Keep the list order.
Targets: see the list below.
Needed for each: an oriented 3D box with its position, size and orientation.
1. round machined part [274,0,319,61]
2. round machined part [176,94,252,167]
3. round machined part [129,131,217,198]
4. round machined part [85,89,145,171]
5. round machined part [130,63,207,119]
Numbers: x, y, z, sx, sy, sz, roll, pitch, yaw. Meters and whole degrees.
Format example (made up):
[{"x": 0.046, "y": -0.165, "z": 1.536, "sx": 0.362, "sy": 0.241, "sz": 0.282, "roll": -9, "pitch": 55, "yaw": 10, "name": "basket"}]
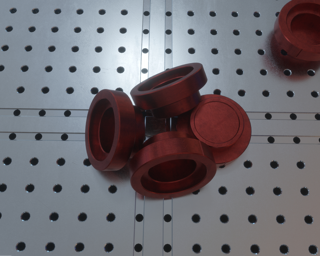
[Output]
[{"x": 0.217, "y": -0.140, "z": 0.457, "sx": 0.099, "sy": 0.042, "sz": 0.098, "roll": 0, "pitch": 70, "yaw": -1, "name": "round machined part"}, {"x": 0.071, "y": -0.001, "z": 0.404, "sx": 0.099, "sy": 0.042, "sz": 0.098, "roll": 0, "pitch": 70, "yaw": -1, "name": "round machined part"}, {"x": 0.013, "y": 0.040, "z": 0.362, "sx": 0.099, "sy": 0.097, "sz": 0.042, "roll": -9, "pitch": 52, "yaw": -4, "name": "round machined part"}, {"x": -0.053, "y": 0.003, "z": 0.380, "sx": 0.042, "sy": 0.098, "sz": 0.098, "roll": 5, "pitch": 66, "yaw": -35, "name": "round machined part"}, {"x": 0.015, "y": -0.045, "z": 0.400, "sx": 0.099, "sy": 0.098, "sz": 0.042, "roll": -26, "pitch": 110, "yaw": -10, "name": "round machined part"}]
